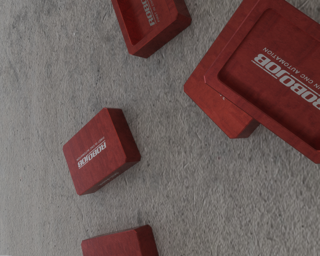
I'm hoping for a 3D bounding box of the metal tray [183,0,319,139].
[{"bbox_3d":[0.093,-0.063,0.325,0.090,0.030,0.129,50,119,28],"label":"metal tray"}]

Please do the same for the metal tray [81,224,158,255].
[{"bbox_3d":[-0.057,0.198,0.449,0.130,0.030,0.090,-25,74,37],"label":"metal tray"}]

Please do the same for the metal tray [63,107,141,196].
[{"bbox_3d":[-0.095,0.038,0.480,0.130,0.030,0.090,-37,68,34],"label":"metal tray"}]

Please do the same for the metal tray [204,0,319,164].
[{"bbox_3d":[0.117,-0.042,0.269,0.130,0.030,0.089,37,116,4],"label":"metal tray"}]

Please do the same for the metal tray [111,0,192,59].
[{"bbox_3d":[-0.020,-0.172,0.417,0.090,0.030,0.129,-30,72,36],"label":"metal tray"}]
